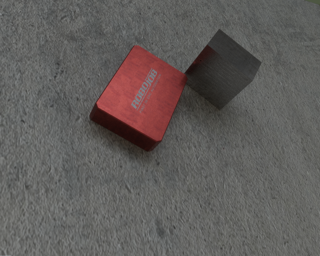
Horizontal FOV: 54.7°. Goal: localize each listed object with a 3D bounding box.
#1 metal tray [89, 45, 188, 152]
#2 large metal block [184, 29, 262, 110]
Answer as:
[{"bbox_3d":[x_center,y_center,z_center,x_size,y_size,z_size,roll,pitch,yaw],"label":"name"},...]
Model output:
[{"bbox_3d":[-0.023,-0.043,0.414,0.090,0.030,0.130,31,52,-9],"label":"metal tray"},{"bbox_3d":[0.091,-0.087,0.470,0.080,0.080,0.050,38,51,-3],"label":"large metal block"}]
